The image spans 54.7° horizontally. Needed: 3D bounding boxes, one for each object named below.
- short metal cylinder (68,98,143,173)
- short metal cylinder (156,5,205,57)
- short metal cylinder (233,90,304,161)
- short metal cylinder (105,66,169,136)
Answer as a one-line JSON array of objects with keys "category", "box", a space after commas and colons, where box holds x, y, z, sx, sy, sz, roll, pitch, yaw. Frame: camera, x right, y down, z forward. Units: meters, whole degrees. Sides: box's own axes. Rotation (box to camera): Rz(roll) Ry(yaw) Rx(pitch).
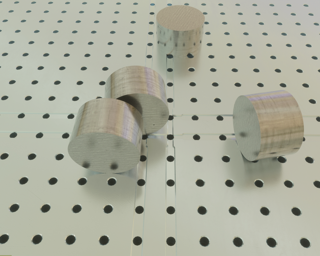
[{"category": "short metal cylinder", "box": [-0.061, 0.011, 0.362, 0.080, 0.080, 0.050, 2, 50, 1]}, {"category": "short metal cylinder", "box": [0.034, -0.167, 0.532, 0.081, 0.050, 0.080, 0, 50, 0]}, {"category": "short metal cylinder", "box": [0.128, -0.003, 0.375, 0.050, 0.080, 0.080, -8, 51, -7]}, {"category": "short metal cylinder", "box": [-0.031, -0.033, 0.399, 0.081, 0.080, 0.050, -4, 50, -4]}]
